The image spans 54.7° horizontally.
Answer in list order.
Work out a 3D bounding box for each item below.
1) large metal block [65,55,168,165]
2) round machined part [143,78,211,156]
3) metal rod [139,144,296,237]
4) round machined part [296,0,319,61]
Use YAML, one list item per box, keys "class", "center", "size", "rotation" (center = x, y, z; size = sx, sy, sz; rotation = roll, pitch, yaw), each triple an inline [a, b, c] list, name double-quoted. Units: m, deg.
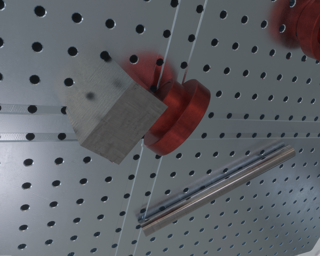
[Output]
- class: "large metal block"
  center: [-0.050, -0.022, 0.335]
  size: [0.080, 0.080, 0.050]
  rotation: [-50, 129, 7]
- class: "round machined part"
  center: [0.010, -0.019, 0.363]
  size: [0.042, 0.098, 0.098]
  rotation: [37, 98, -16]
- class: "metal rod"
  center: [0.105, 0.102, 0.531]
  size: [0.302, 0.025, 0.025]
  rotation: [-24, 127, -14]
- class: "round machined part"
  center: [0.235, -0.147, 0.438]
  size: [0.099, 0.042, 0.097]
  rotation: [-14, 124, -21]
